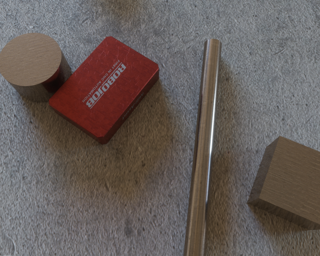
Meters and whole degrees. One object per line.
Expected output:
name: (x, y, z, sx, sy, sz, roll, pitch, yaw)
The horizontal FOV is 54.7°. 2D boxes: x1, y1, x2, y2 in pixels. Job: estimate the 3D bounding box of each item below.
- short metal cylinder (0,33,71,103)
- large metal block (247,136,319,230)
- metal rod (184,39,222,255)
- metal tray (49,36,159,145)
short metal cylinder: (-0.168, -0.081, 0.423, 0.081, 0.050, 0.080, 0, 70, 0)
large metal block: (0.162, 0.067, 0.372, 0.080, 0.050, 0.080, 23, 71, 8)
metal rod: (0.058, 0.016, 0.402, 0.025, 0.025, 0.299, 7, 70, 2)
metal tray: (-0.073, -0.054, 0.424, 0.090, 0.030, 0.130, 33, 73, 11)
